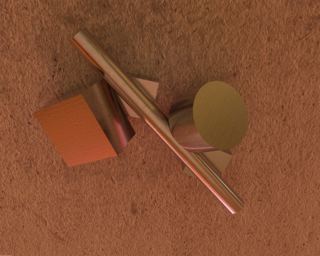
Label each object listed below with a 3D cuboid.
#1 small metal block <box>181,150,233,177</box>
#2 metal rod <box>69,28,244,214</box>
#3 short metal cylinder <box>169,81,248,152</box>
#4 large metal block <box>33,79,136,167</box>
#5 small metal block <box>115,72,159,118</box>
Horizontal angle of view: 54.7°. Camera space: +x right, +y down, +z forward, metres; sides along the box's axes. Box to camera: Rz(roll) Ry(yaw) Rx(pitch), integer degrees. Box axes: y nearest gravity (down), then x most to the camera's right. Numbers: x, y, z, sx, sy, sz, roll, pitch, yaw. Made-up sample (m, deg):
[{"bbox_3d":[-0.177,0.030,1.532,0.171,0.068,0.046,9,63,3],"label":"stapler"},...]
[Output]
[{"bbox_3d":[0.064,0.044,0.429,0.050,0.025,0.050,23,108,-9],"label":"small metal block"},{"bbox_3d":[0.007,0.002,0.385,0.025,0.025,0.300,-39,106,13],"label":"metal rod"},{"bbox_3d":[0.058,-0.011,0.373,0.081,0.050,0.080,5,80,-29],"label":"short metal cylinder"},{"bbox_3d":[-0.090,-0.005,0.377,0.080,0.050,0.080,-15,112,30],"label":"large metal block"},{"bbox_3d":[-0.031,-0.042,0.396,0.050,0.025,0.050,11,110,-5],"label":"small metal block"}]
